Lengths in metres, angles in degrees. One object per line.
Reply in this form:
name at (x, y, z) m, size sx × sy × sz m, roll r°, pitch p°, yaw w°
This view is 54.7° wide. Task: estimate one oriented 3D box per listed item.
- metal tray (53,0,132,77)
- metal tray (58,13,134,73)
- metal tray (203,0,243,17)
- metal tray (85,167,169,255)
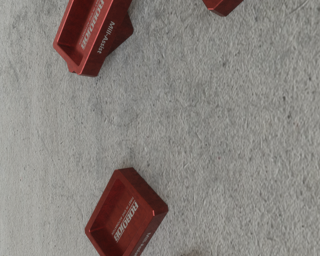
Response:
metal tray at (-0.101, -0.151, 0.444) m, size 0.090 × 0.030 × 0.129 m, roll 45°, pitch 117°, yaw 30°
metal tray at (-0.106, -0.154, 0.488) m, size 0.130 × 0.030 × 0.090 m, roll -30°, pitch 72°, yaw 36°
metal tray at (0.088, -0.198, 0.328) m, size 0.129 × 0.030 × 0.090 m, roll -39°, pitch 66°, yaw 33°
metal tray at (-0.053, 0.133, 0.445) m, size 0.090 × 0.030 × 0.129 m, roll 43°, pitch 116°, yaw 31°
